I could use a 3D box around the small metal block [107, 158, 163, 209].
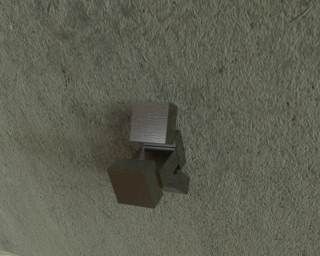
[{"bbox_3d":[-0.029,0.064,0.365,0.050,0.025,0.050,1,119,27],"label":"small metal block"}]

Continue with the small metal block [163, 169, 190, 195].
[{"bbox_3d":[0.008,0.073,0.431,0.050,0.025,0.050,2,160,27],"label":"small metal block"}]

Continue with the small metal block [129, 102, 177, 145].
[{"bbox_3d":[-0.008,-0.006,0.392,0.050,0.025,0.050,3,84,27],"label":"small metal block"}]

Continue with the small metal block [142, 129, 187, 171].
[{"bbox_3d":[0.005,0.029,0.423,0.050,0.025,0.050,2,120,26],"label":"small metal block"}]

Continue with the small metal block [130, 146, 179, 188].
[{"bbox_3d":[-0.011,0.048,0.393,0.050,0.050,0.025,3,120,26],"label":"small metal block"}]
